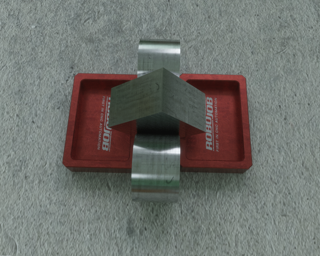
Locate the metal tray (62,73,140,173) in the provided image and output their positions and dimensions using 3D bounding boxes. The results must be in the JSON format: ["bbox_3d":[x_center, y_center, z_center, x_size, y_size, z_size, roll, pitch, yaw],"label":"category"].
[{"bbox_3d":[-0.072,-0.008,0.409,0.091,0.030,0.130,2,70,0],"label":"metal tray"}]

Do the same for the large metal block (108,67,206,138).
[{"bbox_3d":[-0.002,-0.021,0.366,0.080,0.080,0.050,-14,65,38],"label":"large metal block"}]

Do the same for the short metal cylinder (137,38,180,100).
[{"bbox_3d":[-0.001,-0.076,0.408,0.050,0.080,0.080,2,70,1],"label":"short metal cylinder"}]

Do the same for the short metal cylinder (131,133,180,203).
[{"bbox_3d":[-0.004,0.047,0.363,0.050,0.080,0.080,2,70,1],"label":"short metal cylinder"}]

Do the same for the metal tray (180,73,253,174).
[{"bbox_3d":[0.069,-0.007,0.410,0.091,0.030,0.130,2,70,0],"label":"metal tray"}]
